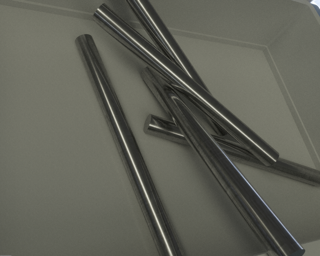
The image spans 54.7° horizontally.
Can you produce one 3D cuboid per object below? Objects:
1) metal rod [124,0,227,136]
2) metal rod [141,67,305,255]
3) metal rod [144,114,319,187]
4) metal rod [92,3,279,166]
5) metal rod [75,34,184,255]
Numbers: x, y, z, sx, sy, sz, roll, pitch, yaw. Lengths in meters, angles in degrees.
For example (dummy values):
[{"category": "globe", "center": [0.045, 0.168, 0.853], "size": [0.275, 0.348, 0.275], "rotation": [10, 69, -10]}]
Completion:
[{"category": "metal rod", "center": [0.011, -0.106, 0.404], "size": [0.300, 0.025, 0.025], "rotation": [52, 48, -21]}, {"category": "metal rod", "center": [0.043, 0.011, 0.344], "size": [0.025, 0.025, 0.300], "rotation": [-1, 37, -29]}, {"category": "metal rod", "center": [0.120, 0.038, 0.446], "size": [0.302, 0.025, 0.025], "rotation": [18, 55, -18]}, {"category": "metal rod", "center": [0.041, -0.049, 0.403], "size": [0.301, 0.025, 0.025], "rotation": [39, 51, -11]}, {"category": "metal rod", "center": [-0.045, 0.010, 0.375], "size": [0.025, 0.025, 0.299], "rotation": [-12, 68, -33]}]
